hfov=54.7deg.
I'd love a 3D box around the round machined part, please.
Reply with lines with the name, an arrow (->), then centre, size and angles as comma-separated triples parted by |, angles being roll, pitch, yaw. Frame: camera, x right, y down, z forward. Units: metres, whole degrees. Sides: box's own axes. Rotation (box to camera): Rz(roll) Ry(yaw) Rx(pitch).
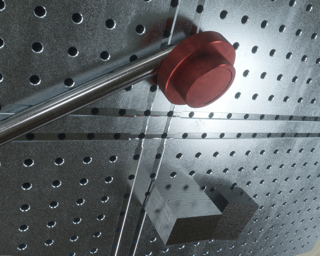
round machined part -> 0.050, -0.061, 0.368 | 0.099, 0.042, 0.098 | -25, 150, -15

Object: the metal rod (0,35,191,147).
metal rod -> -0.092, -0.032, 0.340 | 0.302, 0.025, 0.025 | -27, 128, -12

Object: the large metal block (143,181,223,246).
large metal block -> 0.033, 0.125, 0.471 | 0.081, 0.080, 0.050 | 5, 116, -31

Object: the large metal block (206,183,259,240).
large metal block -> 0.114, 0.150, 0.550 | 0.081, 0.050, 0.080 | 16, 110, -35
